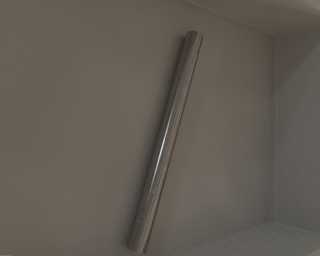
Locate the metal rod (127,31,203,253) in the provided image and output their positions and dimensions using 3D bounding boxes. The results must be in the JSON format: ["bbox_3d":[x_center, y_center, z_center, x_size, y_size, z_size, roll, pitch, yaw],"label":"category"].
[{"bbox_3d":[0.011,0.008,0.411,0.025,0.025,0.299,25,74,-37],"label":"metal rod"}]
